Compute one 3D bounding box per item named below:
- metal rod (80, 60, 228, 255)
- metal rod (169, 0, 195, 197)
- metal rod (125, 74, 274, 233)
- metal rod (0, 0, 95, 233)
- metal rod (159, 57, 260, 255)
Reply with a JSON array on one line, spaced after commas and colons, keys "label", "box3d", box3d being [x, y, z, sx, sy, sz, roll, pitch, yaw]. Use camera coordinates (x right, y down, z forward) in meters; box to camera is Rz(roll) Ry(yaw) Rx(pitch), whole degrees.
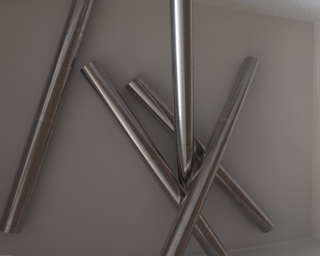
[{"label": "metal rod", "box3d": [-0.004, 0.047, 0.393, 0.025, 0.025, 0.299, -36, 96, -17]}, {"label": "metal rod", "box3d": [0.027, -0.040, 0.364, 0.025, 0.025, 0.298, -13, 117, -20]}, {"label": "metal rod", "box3d": [0.064, 0.044, 0.435, 0.300, 0.025, 0.025, 47, 75, -15]}, {"label": "metal rod", "box3d": [-0.128, -0.029, 0.363, 0.025, 0.025, 0.299, 18, 84, -20]}, {"label": "metal rod", "box3d": [0.074, 0.025, 0.406, 0.025, 0.025, 0.300, 35, 66, -17]}]
